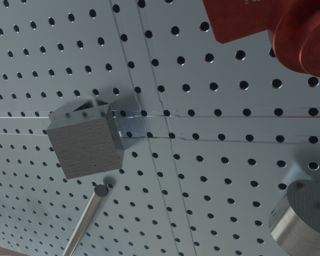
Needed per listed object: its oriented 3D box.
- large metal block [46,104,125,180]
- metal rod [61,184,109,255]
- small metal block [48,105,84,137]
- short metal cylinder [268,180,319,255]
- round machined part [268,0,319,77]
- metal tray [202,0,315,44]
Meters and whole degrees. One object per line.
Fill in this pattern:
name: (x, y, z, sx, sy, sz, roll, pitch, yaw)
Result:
large metal block: (-0.102, 0.019, 0.440, 0.080, 0.050, 0.080, -12, 115, 3)
metal rod: (-0.160, 0.207, 0.623, 0.025, 0.025, 0.298, 35, 129, 5)
small metal block: (-0.138, -0.005, 0.481, 0.050, 0.025, 0.050, -4, 117, 30)
short metal cylinder: (0.172, 0.105, 0.350, 0.080, 0.080, 0.050, 25, 127, 13)
round machined part: (0.142, -0.078, 0.248, 0.099, 0.042, 0.097, -1, 143, -1)
metal tray: (0.076, -0.152, 0.274, 0.090, 0.030, 0.129, -11, 113, 33)
